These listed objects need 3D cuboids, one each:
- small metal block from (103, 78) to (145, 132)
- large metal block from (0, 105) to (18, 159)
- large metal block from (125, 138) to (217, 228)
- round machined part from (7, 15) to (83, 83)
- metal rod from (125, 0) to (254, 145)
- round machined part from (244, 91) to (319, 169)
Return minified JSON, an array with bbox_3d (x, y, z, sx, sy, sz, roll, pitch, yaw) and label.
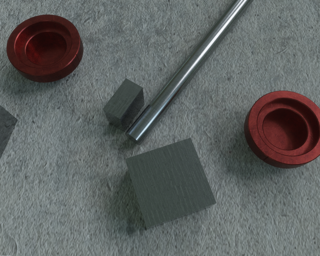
[{"bbox_3d":[-0.046,-0.029,0.405,0.025,0.050,0.050,30,73,10],"label":"small metal block"},{"bbox_3d":[-0.243,0.007,0.390,0.080,0.050,0.080,14,71,5],"label":"large metal block"},{"bbox_3d":[0.011,0.067,0.370,0.080,0.050,0.080,-18,71,-7],"label":"large metal block"},{"bbox_3d":[-0.157,-0.107,0.437,0.099,0.042,0.098,0,70,0],"label":"round machined part"},{"bbox_3d":[0.053,-0.099,0.444,0.025,0.025,0.300,34,73,11],"label":"metal rod"},{"bbox_3d":[0.157,0.005,0.398,0.099,0.042,0.098,0,70,0],"label":"round machined part"}]
